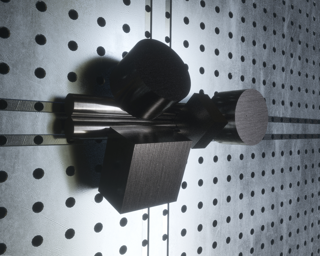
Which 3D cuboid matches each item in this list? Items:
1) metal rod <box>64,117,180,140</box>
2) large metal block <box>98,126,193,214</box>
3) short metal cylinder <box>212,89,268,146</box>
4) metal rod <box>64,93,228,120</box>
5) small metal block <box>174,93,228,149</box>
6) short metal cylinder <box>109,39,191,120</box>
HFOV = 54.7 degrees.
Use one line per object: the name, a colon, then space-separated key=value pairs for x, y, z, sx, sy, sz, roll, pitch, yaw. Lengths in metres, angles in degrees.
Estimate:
metal rod: x=0.020 y=0.002 z=0.422 sx=0.302 sy=0.025 sz=0.025 roll=1 pitch=90 yaw=-40
large metal block: x=-0.017 y=0.044 z=0.356 sx=0.081 sy=0.050 sz=0.079 roll=-1 pitch=111 yaw=-40
short metal cylinder: x=0.113 y=-0.015 z=0.451 sx=0.081 sy=0.050 sz=0.079 roll=0 pitch=90 yaw=-40
metal rod: x=0.020 y=-0.023 z=0.422 sx=0.302 sy=0.025 sz=0.025 roll=1 pitch=90 yaw=-40
small metal block: x=0.051 y=-0.009 z=0.394 sx=0.025 sy=0.050 sz=0.050 roll=1 pitch=47 yaw=-40
short metal cylinder: x=-0.011 y=-0.056 z=0.361 sx=0.080 sy=0.050 sz=0.080 roll=21 pitch=54 yaw=-31
